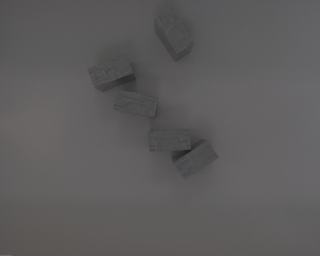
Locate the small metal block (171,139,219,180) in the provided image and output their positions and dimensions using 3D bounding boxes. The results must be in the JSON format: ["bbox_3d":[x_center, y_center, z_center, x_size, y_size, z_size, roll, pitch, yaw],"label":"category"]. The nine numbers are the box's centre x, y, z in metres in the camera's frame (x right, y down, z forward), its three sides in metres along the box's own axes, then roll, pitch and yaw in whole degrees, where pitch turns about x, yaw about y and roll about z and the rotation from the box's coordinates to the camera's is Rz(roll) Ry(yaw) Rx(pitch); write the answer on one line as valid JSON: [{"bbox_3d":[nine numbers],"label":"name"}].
[{"bbox_3d":[0.044,0.039,0.399,0.050,0.050,0.025,-33,90,0],"label":"small metal block"}]

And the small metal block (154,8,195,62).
[{"bbox_3d":[0.017,-0.118,0.399,0.025,0.050,0.050,-34,90,0],"label":"small metal block"}]

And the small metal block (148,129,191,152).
[{"bbox_3d":[0.011,0.015,0.399,0.050,0.050,0.025,-4,90,0],"label":"small metal block"}]

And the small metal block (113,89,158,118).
[{"bbox_3d":[-0.029,-0.030,0.398,0.050,0.050,0.025,11,90,0],"label":"small metal block"}]

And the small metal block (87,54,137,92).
[{"bbox_3d":[-0.060,-0.069,0.398,0.050,0.050,0.025,-21,90,0],"label":"small metal block"}]
